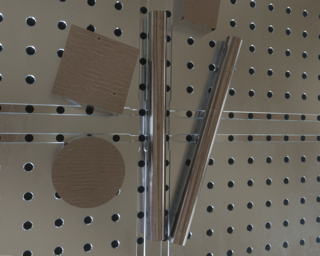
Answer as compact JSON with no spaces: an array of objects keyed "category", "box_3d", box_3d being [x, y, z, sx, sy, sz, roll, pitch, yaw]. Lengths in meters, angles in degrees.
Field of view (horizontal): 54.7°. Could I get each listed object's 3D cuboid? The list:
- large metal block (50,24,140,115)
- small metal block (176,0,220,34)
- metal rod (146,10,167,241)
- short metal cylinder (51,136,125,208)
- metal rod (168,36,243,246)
[{"category":"large metal block","box_3d":[-0.079,-0.065,0.371,0.081,0.050,0.080,16,85,-20]},{"category":"small metal block","box_3d":[0.054,-0.166,0.434,0.050,0.025,0.050,10,87,-20]},{"category":"metal rod","box_3d":[-0.004,-0.003,0.412,0.025,0.025,0.298,0,90,-20]},{"category":"short metal cylinder","box_3d":[-0.087,0.049,0.368,0.081,0.050,0.079,0,90,-20]},{"category":"metal rod","box_3d":[0.066,0.013,0.438,0.025,0.025,0.299,19,84,-20]}]
